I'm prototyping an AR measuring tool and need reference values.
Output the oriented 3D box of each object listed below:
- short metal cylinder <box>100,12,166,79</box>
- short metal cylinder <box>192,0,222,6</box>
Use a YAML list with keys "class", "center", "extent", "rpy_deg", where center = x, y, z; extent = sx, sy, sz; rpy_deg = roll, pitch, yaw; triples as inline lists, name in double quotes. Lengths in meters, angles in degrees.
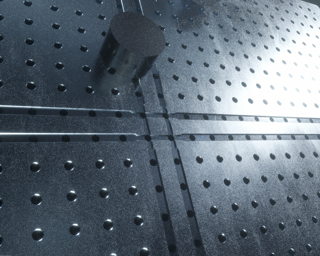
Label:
- class: "short metal cylinder"
  center: [-0.039, -0.118, 0.443]
  extent: [0.081, 0.050, 0.080]
  rpy_deg: [14, 56, -21]
- class: "short metal cylinder"
  center: [0.092, -0.285, 0.596]
  extent: [0.081, 0.080, 0.050]
  rpy_deg: [8, 59, -24]
